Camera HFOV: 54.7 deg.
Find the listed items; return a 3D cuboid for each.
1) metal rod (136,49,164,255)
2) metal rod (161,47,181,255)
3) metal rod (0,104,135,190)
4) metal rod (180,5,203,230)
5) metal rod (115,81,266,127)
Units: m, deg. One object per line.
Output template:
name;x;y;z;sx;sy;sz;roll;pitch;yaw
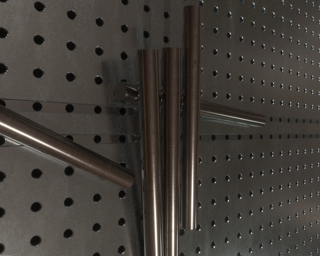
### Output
metal rod;-0.011;0.057;0.382;0.025;0.025;0.298;-10;103;-40
metal rod;0.014;0.050;0.401;0.025;0.025;0.298;-8;101;-40
metal rod;-0.142;-0.004;0.291;0.301;0.025;0.025;33;69;-35
metal rod;0.041;-0.005;0.417;0.025;0.025;0.298;-10;106;-40
metal rod;0.067;-0.029;0.467;0.302;0.025;0.025;7;85;-40
